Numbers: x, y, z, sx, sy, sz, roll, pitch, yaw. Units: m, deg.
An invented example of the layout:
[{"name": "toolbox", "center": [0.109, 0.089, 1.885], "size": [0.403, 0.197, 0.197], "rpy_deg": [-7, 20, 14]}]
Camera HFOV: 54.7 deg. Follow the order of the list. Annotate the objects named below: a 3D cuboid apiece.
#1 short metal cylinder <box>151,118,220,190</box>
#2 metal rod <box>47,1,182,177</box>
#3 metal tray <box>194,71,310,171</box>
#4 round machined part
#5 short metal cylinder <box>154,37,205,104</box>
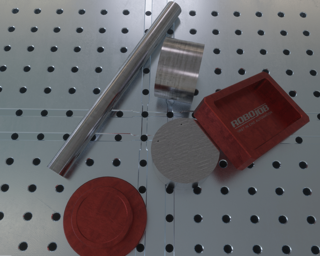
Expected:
[{"name": "short metal cylinder", "center": [0.030, 0.034, 0.386], "size": [0.081, 0.050, 0.080], "rpy_deg": [0, 70, 0]}, {"name": "metal rod", "center": [-0.055, -0.065, 0.434], "size": [0.025, 0.025, 0.300], "rpy_deg": [29, 72, 10]}, {"name": "metal tray", "center": [0.117, -0.015, 0.387], "size": [0.131, 0.030, 0.090], "rpy_deg": [-25, 70, -35]}, {"name": "round machined part", "center": [-0.065, 0.105, 0.364], "size": [0.099, 0.042, 0.098], "rpy_deg": [0, 70, 0]}, {"name": "short metal cylinder", "center": [0.026, -0.076, 0.410], "size": [0.050, 0.080, 0.080], "rpy_deg": [12, 71, 4]}]
